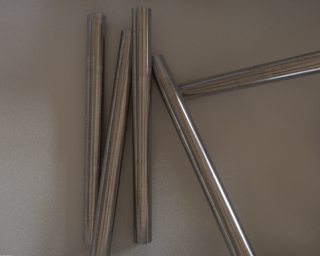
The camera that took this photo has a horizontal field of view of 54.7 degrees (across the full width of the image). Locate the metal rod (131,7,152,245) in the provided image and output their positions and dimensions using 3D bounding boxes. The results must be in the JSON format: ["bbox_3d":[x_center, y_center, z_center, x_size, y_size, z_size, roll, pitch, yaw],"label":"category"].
[{"bbox_3d":[-0.023,0.000,0.399,0.025,0.025,0.298,0,95,0],"label":"metal rod"}]

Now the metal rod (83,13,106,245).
[{"bbox_3d":[-0.087,0.001,0.410,0.025,0.025,0.298,1,90,0],"label":"metal rod"}]

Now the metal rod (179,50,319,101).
[{"bbox_3d":[0.163,-0.071,0.349,0.300,0.025,0.025,-10,90,25],"label":"metal rod"}]

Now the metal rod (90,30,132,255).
[{"bbox_3d":[-0.058,0.022,0.399,0.025,0.025,0.298,7,86,0],"label":"metal rod"}]

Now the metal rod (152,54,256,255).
[{"bbox_3d":[0.049,0.041,0.367,0.025,0.025,0.299,-23,72,0],"label":"metal rod"}]
